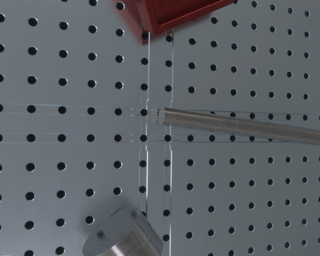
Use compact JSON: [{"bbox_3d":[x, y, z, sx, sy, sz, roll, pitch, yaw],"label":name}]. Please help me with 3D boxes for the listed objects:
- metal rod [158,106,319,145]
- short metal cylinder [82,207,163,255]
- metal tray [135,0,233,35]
[{"bbox_3d":[0.143,0.001,0.465,0.302,0.025,0.025,7,88,-20],"label":"metal rod"},{"bbox_3d":[-0.044,0.140,0.368,0.080,0.080,0.050,-36,102,-16],"label":"short metal cylinder"},{"bbox_3d":[0.030,-0.187,0.398,0.131,0.030,0.090,-27,124,-15],"label":"metal tray"}]
